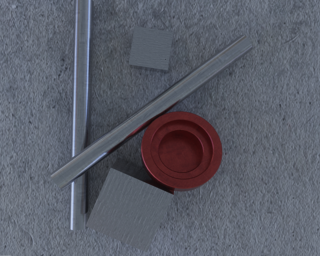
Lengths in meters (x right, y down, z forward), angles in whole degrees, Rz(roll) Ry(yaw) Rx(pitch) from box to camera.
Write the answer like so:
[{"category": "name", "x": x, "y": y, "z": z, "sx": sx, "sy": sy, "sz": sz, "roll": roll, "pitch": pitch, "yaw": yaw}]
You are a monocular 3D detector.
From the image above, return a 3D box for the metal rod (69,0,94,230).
[{"category": "metal rod", "x": -0.104, "y": -0.018, "z": 0.408, "sx": 0.025, "sy": 0.025, "sz": 0.298, "roll": 1, "pitch": 90, "yaw": -1}]

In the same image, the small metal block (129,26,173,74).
[{"category": "small metal block", "x": -0.011, "y": -0.103, "z": 0.410, "sx": 0.050, "sy": 0.025, "sz": 0.050, "roll": 9, "pitch": 90, "yaw": -1}]

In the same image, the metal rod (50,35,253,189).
[{"category": "metal rod", "x": -0.006, "y": -0.024, "z": 0.395, "sx": 0.301, "sy": 0.025, "sz": 0.025, "roll": -37, "pitch": 90, "yaw": -6}]

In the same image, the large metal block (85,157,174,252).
[{"category": "large metal block", "x": -0.035, "y": 0.095, "z": 0.392, "sx": 0.080, "sy": 0.050, "sz": 0.080, "roll": 24, "pitch": 98, "yaw": -1}]

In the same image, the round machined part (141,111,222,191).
[{"category": "round machined part", "x": 0.025, "y": 0.031, "z": 0.391, "sx": 0.099, "sy": 0.042, "sz": 0.098, "roll": 2, "pitch": 68, "yaw": -5}]
